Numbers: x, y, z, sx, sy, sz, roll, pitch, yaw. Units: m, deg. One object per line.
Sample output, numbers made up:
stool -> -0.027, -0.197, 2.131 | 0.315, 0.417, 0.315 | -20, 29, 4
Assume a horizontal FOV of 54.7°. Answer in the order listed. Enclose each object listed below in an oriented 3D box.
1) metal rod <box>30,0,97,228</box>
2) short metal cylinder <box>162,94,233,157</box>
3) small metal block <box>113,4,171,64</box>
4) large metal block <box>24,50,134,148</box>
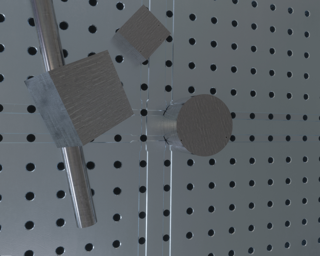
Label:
metal rod -> -0.116, -0.029, 0.369 | 0.025, 0.025, 0.298 | -12, 94, -20
short metal cylinder -> 0.049, -0.004, 0.418 | 0.081, 0.050, 0.079 | 0, 90, -20
small metal block -> -0.023, -0.122, 0.404 | 0.050, 0.025, 0.050 | 43, 76, -15
large metal block -> -0.087, -0.033, 0.346 | 0.080, 0.050, 0.080 | -37, 112, -44
